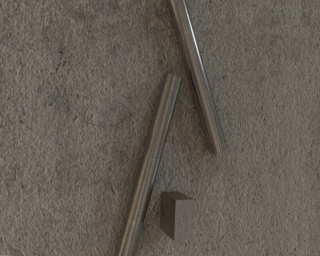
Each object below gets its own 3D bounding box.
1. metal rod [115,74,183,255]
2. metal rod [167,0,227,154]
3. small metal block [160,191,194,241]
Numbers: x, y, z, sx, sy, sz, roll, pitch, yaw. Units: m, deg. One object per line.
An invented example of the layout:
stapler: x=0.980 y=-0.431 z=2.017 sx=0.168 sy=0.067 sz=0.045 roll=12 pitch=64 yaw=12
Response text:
metal rod: x=-0.021 y=0.075 z=0.401 sx=0.025 sy=0.025 sz=0.299 roll=17 pitch=84 yaw=-19
metal rod: x=0.040 y=-0.110 z=0.423 sx=0.025 sy=0.025 sz=0.298 roll=-19 pitch=97 yaw=-19
small metal block: x=0.021 y=0.113 z=0.404 sx=0.025 sy=0.050 sz=0.050 roll=3 pitch=89 yaw=-20
